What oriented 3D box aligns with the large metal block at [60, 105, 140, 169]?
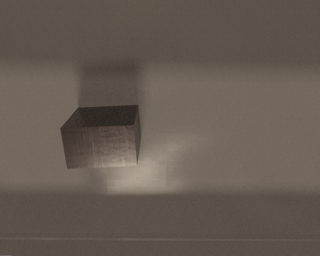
[{"bbox_3d":[-0.068,0.008,0.384,0.081,0.080,0.050,-3,110,0],"label":"large metal block"}]
